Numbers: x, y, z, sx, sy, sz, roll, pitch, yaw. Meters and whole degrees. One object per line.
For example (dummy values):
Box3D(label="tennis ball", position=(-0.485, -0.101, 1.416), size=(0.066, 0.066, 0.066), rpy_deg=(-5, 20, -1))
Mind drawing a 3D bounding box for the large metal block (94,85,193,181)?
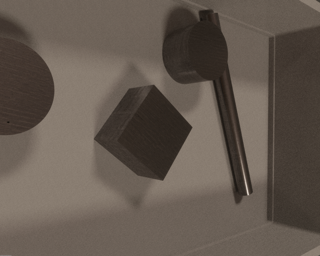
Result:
Box3D(label="large metal block", position=(-0.018, 0.006, 0.377), size=(0.080, 0.050, 0.080), rpy_deg=(46, 63, -31))

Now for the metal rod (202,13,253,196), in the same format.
Box3D(label="metal rod", position=(0.112, -0.031, 0.502), size=(0.025, 0.025, 0.298), rpy_deg=(-24, 105, -38))

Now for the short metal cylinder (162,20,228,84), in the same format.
Box3D(label="short metal cylinder", position=(0.050, -0.104, 0.434), size=(0.081, 0.050, 0.079), rpy_deg=(0, 90, -40))

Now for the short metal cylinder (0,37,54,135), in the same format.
Box3D(label="short metal cylinder", position=(-0.142, -0.034, 0.272), size=(0.081, 0.050, 0.079), rpy_deg=(0, 90, -40))
